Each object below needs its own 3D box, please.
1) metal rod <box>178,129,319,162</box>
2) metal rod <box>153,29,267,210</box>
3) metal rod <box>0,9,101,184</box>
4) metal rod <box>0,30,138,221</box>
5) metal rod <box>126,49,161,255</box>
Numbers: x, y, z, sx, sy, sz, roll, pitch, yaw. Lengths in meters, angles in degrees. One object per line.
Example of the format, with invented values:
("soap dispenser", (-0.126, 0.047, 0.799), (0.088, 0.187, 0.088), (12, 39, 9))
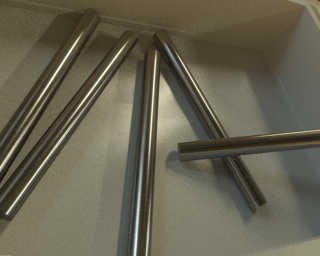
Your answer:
("metal rod", (0.175, 0.017, 0.414), (0.302, 0.025, 0.025), (-5, 62, -4))
("metal rod", (0.066, -0.023, 0.456), (0.025, 0.025, 0.299), (-16, 70, -35))
("metal rod", (-0.134, -0.047, 0.362), (0.025, 0.025, 0.300), (26, 52, -12))
("metal rod", (-0.095, -0.029, 0.373), (0.025, 0.025, 0.301), (32, 51, -8))
("metal rod", (-0.017, 0.017, 0.387), (0.025, 0.025, 0.300), (16, 55, -20))
